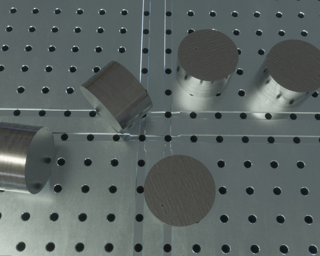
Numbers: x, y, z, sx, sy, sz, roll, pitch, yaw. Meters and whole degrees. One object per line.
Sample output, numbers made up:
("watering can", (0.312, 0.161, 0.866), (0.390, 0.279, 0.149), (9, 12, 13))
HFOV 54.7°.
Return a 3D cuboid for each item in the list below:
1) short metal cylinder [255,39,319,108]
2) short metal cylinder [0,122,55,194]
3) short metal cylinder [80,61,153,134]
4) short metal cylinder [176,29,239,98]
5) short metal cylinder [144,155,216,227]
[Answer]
("short metal cylinder", (0.180, -0.074, 0.428), (0.081, 0.050, 0.080), (0, 70, -1))
("short metal cylinder", (-0.166, 0.035, 0.368), (0.050, 0.080, 0.080), (7, 70, 2))
("short metal cylinder", (-0.055, -0.038, 0.396), (0.080, 0.080, 0.050), (43, 75, 14))
("short metal cylinder", (0.064, -0.089, 0.432), (0.081, 0.050, 0.080), (0, 70, 0))
("short metal cylinder", (0.022, 0.077, 0.371), (0.081, 0.050, 0.080), (0, 70, 0))
